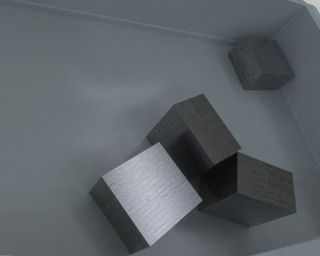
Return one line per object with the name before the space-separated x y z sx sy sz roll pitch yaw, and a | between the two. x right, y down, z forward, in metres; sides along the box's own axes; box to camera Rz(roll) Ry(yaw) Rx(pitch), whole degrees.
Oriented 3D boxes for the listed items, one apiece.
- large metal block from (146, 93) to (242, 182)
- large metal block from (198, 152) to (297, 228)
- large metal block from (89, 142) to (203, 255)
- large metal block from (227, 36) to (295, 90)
large metal block | 0.038 0.017 0.382 0.050 0.080 0.080 -23 75 -37
large metal block | 0.104 0.079 0.380 0.080 0.080 0.050 21 54 -16
large metal block | -0.016 0.074 0.337 0.081 0.050 0.080 -30 78 -38
large metal block | 0.182 -0.115 0.561 0.081 0.050 0.080 -3 64 -30
